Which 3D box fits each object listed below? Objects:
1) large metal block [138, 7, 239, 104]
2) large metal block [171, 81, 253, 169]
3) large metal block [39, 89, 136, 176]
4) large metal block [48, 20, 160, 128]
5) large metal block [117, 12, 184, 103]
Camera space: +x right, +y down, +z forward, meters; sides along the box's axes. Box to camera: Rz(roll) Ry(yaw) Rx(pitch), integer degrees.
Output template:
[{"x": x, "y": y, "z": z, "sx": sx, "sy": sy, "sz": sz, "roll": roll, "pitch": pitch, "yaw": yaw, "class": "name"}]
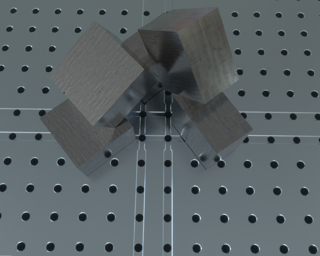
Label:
[{"x": 0.030, "y": -0.081, "z": 0.337, "sx": 0.050, "sy": 0.080, "sz": 0.080, "roll": -36, "pitch": 32, "yaw": -17, "class": "large metal block"}, {"x": 0.059, "y": -0.003, "z": 0.383, "sx": 0.050, "sy": 0.080, "sz": 0.080, "roll": -32, "pitch": 74, "yaw": -11, "class": "large metal block"}, {"x": -0.089, "y": 0.001, "z": 0.396, "sx": 0.080, "sy": 0.050, "sz": 0.080, "roll": -38, "pitch": 75, "yaw": -13, "class": "large metal block"}, {"x": -0.062, "y": -0.057, "z": 0.349, "sx": 0.080, "sy": 0.050, "sz": 0.080, "roll": 46, "pitch": 101, "yaw": 14, "class": "large metal block"}, {"x": -0.008, "y": -0.091, "z": 0.414, "sx": 0.080, "sy": 0.080, "sz": 0.050, "roll": -40, "pitch": 75, "yaw": -13, "class": "large metal block"}]
